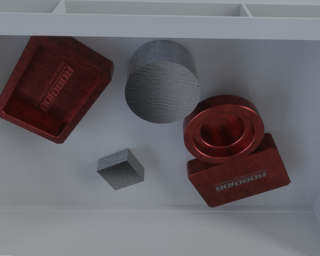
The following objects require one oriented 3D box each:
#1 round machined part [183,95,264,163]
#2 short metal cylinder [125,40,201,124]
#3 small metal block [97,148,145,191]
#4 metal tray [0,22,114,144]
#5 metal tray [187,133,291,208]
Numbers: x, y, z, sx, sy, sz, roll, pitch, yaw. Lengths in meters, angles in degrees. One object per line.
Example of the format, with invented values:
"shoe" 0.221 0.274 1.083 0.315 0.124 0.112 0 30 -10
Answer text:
"round machined part" 0.078 -0.003 0.397 0.099 0.042 0.097 -1 130 0
"short metal cylinder" 0.003 -0.051 0.349 0.081 0.050 0.079 0 130 0
"small metal block" -0.057 0.062 0.462 0.050 0.025 0.050 -21 127 16
"metal tray" -0.126 -0.046 0.364 0.090 0.030 0.129 30 124 -24
"metal tray" 0.117 0.068 0.465 0.130 0.030 0.090 -22 127 17
